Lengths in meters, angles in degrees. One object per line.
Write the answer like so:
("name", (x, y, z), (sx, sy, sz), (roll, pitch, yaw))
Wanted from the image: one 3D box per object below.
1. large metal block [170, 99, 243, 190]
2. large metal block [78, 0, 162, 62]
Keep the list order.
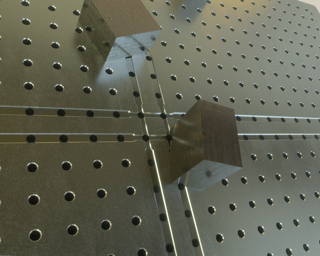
("large metal block", (0.053, 0.024, 0.389), (0.050, 0.080, 0.080), (14, 56, -21))
("large metal block", (-0.059, -0.151, 0.454), (0.081, 0.050, 0.080), (-24, 75, -37))
